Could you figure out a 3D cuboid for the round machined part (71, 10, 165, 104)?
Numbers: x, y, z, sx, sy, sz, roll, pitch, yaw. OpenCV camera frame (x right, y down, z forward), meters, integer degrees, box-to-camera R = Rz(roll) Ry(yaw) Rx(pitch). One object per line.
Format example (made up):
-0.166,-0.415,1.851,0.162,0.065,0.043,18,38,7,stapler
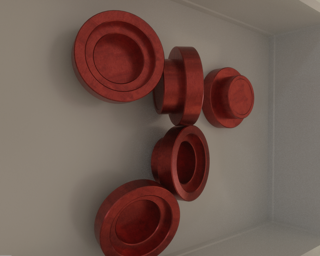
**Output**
-0.048,-0.075,0.345,0.099,0.042,0.097,1,87,-23,round machined part

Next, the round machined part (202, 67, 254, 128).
0.113,-0.048,0.493,0.099,0.042,0.097,0,90,-40,round machined part

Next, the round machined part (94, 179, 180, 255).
-0.029,0.105,0.362,0.099,0.042,0.097,-9,108,-27,round machined part

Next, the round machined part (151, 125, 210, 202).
0.025,0.045,0.409,0.099,0.042,0.097,3,86,-55,round machined part

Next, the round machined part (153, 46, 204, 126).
0.017,-0.051,0.384,0.042,0.098,0.097,-2,92,-12,round machined part
